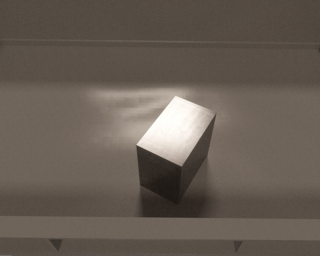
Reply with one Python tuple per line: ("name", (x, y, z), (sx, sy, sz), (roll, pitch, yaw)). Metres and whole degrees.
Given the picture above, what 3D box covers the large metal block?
("large metal block", (0.019, 0.025, 0.348), (0.050, 0.080, 0.080), (24, 54, 19))
